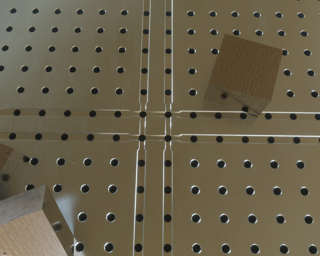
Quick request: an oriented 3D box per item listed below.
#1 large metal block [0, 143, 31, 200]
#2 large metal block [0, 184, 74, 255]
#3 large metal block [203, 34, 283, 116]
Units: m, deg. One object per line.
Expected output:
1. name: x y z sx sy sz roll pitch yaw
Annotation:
1. large metal block: -0.223 0.054 0.376 0.080 0.050 0.080 20 71 7
2. large metal block: -0.147 0.119 0.332 0.080 0.050 0.080 -20 113 -8
3. large metal block: 0.113 -0.072 0.426 0.080 0.050 0.080 18 71 6
